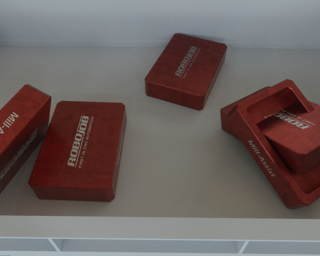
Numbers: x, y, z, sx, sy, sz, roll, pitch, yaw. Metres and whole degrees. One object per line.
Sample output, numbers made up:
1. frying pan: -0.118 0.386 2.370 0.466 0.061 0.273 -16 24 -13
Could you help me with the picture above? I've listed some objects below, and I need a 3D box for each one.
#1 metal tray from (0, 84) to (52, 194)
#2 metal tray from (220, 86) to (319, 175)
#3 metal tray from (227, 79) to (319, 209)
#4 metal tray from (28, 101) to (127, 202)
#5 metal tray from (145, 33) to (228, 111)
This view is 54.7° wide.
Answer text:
1. metal tray: -0.170 0.024 0.337 0.030 0.089 0.130 29 53 -4
2. metal tray: 0.149 -0.004 0.379 0.091 0.030 0.130 -26 35 -20
3. metal tray: 0.151 0.015 0.361 0.091 0.030 0.130 -26 75 -21
4. metal tray: -0.094 0.024 0.381 0.091 0.030 0.130 2 50 1
5. metal tray: 0.043 -0.091 0.479 0.090 0.030 0.130 18 52 14
